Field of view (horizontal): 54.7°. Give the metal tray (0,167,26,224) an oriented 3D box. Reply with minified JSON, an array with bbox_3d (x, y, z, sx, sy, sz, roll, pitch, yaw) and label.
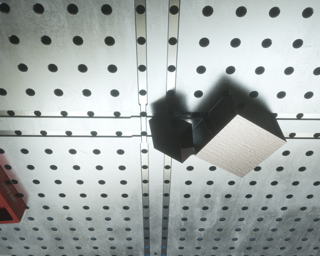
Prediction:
[{"bbox_3d":[-0.285,0.105,0.494,0.091,0.030,0.129,-5,130,3],"label":"metal tray"}]

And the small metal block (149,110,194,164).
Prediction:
[{"bbox_3d":[0.015,0.011,0.404,0.050,0.025,0.050,26,141,34],"label":"small metal block"}]

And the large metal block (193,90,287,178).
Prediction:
[{"bbox_3d":[0.100,0.010,0.405,0.080,0.050,0.080,26,125,-21],"label":"large metal block"}]
